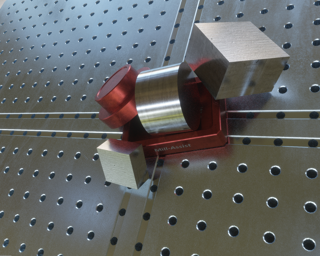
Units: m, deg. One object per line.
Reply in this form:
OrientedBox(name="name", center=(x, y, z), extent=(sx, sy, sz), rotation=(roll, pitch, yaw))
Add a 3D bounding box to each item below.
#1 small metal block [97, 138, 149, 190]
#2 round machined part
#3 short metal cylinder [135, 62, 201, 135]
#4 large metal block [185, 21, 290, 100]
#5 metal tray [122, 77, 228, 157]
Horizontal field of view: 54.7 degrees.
OrientedBox(name="small metal block", center=(-0.045, 0.043, 0.381), extent=(0.050, 0.050, 0.025), rotation=(8, 31, 32))
OrientedBox(name="round machined part", center=(-0.051, -0.049, 0.425), extent=(0.098, 0.042, 0.098), rotation=(-36, 26, 21))
OrientedBox(name="short metal cylinder", center=(0.012, -0.033, 0.366), extent=(0.050, 0.080, 0.080), rotation=(-8, 58, 23))
OrientedBox(name="large metal block", center=(0.087, -0.083, 0.367), extent=(0.081, 0.050, 0.080), rotation=(-10, 49, -22))
OrientedBox(name="metal tray", center=(0.017, -0.014, 0.402), extent=(0.130, 0.030, 0.090), rotation=(-10, 57, 22))
